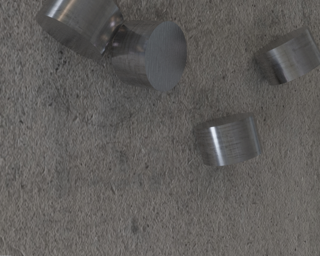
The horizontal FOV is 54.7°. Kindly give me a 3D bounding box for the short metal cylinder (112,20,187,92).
[{"bbox_3d":[-0.011,-0.087,0.371,0.081,0.050,0.079,-25,123,-47],"label":"short metal cylinder"}]

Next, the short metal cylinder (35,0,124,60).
[{"bbox_3d":[-0.088,-0.120,0.347,0.080,0.080,0.050,31,80,-18],"label":"short metal cylinder"}]

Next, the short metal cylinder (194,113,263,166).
[{"bbox_3d":[0.091,0.014,0.413,0.081,0.080,0.050,-17,96,-19],"label":"short metal cylinder"}]

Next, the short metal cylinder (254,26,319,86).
[{"bbox_3d":[0.184,-0.103,0.447,0.080,0.080,0.050,-35,101,-17],"label":"short metal cylinder"}]
